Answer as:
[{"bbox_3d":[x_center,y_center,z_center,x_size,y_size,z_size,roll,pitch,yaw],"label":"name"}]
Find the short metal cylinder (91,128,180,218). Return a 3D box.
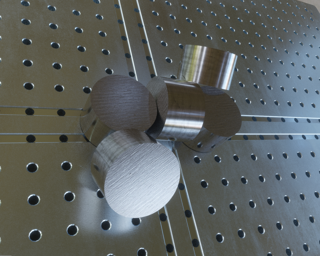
[{"bbox_3d":[-0.026,0.046,0.325,0.081,0.050,0.079,-9,110,-25],"label":"short metal cylinder"}]

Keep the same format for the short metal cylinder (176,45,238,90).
[{"bbox_3d":[0.068,-0.089,0.457,0.081,0.080,0.050,8,100,-24],"label":"short metal cylinder"}]

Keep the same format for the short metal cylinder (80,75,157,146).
[{"bbox_3d":[-0.051,-0.017,0.376,0.081,0.050,0.080,14,56,-21],"label":"short metal cylinder"}]

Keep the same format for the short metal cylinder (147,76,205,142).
[{"bbox_3d":[0.014,-0.023,0.396,0.050,0.080,0.080,5,60,-26],"label":"short metal cylinder"}]

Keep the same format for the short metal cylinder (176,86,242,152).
[{"bbox_3d":[0.067,-0.012,0.436,0.081,0.050,0.080,14,56,-21],"label":"short metal cylinder"}]
